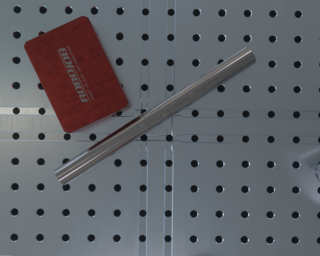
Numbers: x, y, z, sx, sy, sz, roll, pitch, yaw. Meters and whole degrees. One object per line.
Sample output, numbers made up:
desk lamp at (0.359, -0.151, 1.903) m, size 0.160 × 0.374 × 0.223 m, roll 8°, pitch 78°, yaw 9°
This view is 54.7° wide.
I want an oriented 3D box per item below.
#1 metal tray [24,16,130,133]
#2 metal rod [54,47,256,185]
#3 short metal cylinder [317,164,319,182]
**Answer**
metal tray at (-0.107, -0.069, 0.410) m, size 0.090 × 0.030 × 0.129 m, roll -25°, pitch 90°, yaw 0°
metal rod at (-0.006, -0.016, 0.413) m, size 0.301 × 0.025 × 0.025 m, roll -33°, pitch 90°, yaw 0°
short metal cylinder at (0.246, 0.069, 0.388) m, size 0.050 × 0.080 × 0.080 m, roll -26°, pitch 90°, yaw 0°
